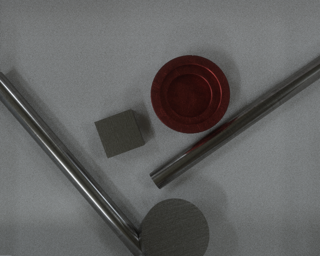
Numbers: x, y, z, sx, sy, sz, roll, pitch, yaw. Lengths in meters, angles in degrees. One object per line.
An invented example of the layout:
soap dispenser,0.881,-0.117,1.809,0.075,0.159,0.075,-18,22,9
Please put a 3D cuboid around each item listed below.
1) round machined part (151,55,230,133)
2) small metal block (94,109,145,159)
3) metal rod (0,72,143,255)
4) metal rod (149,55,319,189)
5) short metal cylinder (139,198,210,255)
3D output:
round machined part,0.038,-0.042,0.403,0.099,0.042,0.097,0,90,-1
small metal block,-0.052,0.007,0.411,0.050,0.025,0.050,-20,90,-1
metal rod,-0.121,0.048,0.409,0.025,0.025,0.300,-41,91,0
metal rod,0.117,-0.015,0.412,0.301,0.025,0.025,-35,90,-1
short metal cylinder,0.015,0.132,0.385,0.081,0.050,0.080,3,67,-7
